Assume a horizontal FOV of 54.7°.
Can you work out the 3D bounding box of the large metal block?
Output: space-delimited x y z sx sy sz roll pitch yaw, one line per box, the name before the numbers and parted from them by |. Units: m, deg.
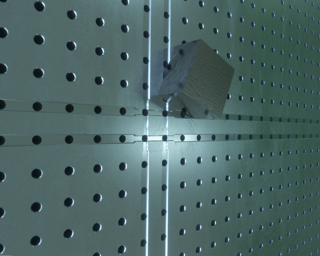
large metal block | 0.054 -0.066 0.440 0.080 0.050 0.080 30 72 -36
